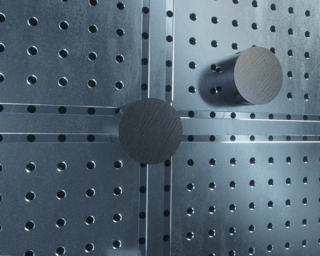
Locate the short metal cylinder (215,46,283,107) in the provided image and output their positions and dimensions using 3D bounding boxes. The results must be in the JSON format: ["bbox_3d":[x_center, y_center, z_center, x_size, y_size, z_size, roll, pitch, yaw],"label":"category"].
[{"bbox_3d":[0.127,-0.072,0.446,0.081,0.050,0.079,0,90,-20],"label":"short metal cylinder"}]

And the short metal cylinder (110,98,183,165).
[{"bbox_3d":[-0.018,0.004,0.393,0.081,0.050,0.079,0,90,-20],"label":"short metal cylinder"}]
